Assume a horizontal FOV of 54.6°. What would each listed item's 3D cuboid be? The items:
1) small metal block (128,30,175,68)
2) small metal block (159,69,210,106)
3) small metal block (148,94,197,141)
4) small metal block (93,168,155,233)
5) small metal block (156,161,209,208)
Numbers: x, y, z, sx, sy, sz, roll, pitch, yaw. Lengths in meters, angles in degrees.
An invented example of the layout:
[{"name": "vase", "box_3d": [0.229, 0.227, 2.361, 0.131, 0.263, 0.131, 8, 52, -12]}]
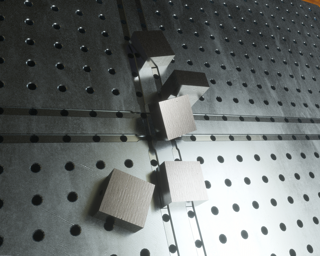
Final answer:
[{"name": "small metal block", "box_3d": [-0.013, -0.121, 0.475, 0.050, 0.025, 0.050, -14, 69, -34]}, {"name": "small metal block", "box_3d": [0.034, -0.056, 0.444, 0.050, 0.050, 0.025, 0, 61, -28]}, {"name": "small metal block", "box_3d": [0.017, -0.014, 0.413, 0.050, 0.025, 0.050, -19, 98, -35]}, {"name": "small metal block", "box_3d": [-0.038, 0.079, 0.339, 0.050, 0.025, 0.050, 25, 53, -13]}, {"name": "small metal block", "box_3d": [0.027, 0.069, 0.380, 0.050, 0.025, 0.050, 4, 60, -26]}]
